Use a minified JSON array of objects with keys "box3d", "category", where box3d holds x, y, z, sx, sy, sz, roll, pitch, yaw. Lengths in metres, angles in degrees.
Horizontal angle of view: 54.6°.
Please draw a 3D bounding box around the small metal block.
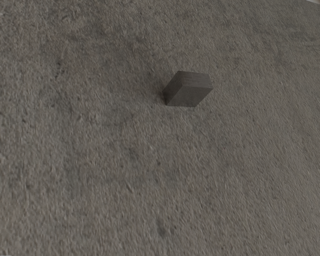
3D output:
[{"box3d":[0.039,-0.054,0.441,0.050,0.050,0.025,0,62,-28],"category":"small metal block"}]
